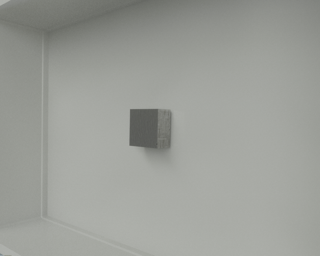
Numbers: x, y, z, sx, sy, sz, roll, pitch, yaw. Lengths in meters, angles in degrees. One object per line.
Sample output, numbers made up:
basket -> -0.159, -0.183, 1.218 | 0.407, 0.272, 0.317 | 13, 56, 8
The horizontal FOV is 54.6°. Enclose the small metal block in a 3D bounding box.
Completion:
small metal block -> -0.014, 0.000, 0.415 | 0.050, 0.025, 0.050 | 2, 92, 40
